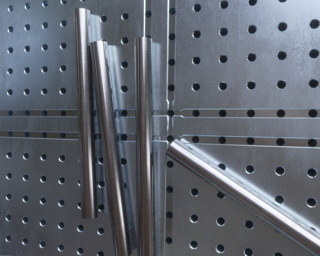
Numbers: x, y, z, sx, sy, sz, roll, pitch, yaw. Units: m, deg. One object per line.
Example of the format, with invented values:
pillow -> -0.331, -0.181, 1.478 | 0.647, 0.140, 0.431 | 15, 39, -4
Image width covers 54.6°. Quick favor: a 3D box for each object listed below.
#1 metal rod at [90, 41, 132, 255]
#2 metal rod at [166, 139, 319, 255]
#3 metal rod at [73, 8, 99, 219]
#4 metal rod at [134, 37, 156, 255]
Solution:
metal rod -> -0.069, 0.027, 0.437 | 0.025, 0.025, 0.299 | -8, 87, 20
metal rod -> 0.135, 0.105, 0.364 | 0.300, 0.025, 0.025 | 34, 101, 17
metal rod -> -0.108, -0.021, 0.451 | 0.025, 0.025, 0.298 | -3, 89, 20
metal rod -> -0.020, 0.029, 0.420 | 0.025, 0.025, 0.298 | -1, 90, 20
